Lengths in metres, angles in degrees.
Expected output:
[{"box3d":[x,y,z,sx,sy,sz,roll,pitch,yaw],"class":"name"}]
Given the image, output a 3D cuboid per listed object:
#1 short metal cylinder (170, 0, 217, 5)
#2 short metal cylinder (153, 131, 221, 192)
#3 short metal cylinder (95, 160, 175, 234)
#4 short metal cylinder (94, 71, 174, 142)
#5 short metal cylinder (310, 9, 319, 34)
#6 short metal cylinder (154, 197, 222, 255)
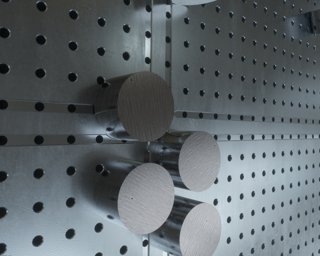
[{"box3d":[0.051,-0.203,0.415,0.081,0.080,0.050,-11,97,-40],"class":"short metal cylinder"},{"box3d":[0.038,0.044,0.424,0.081,0.050,0.079,0,90,-40],"class":"short metal cylinder"},{"box3d":[-0.029,0.079,0.368,0.081,0.050,0.079,0,90,-40],"class":"short metal cylinder"},{"box3d":[-0.030,-0.024,0.368,0.081,0.050,0.079,0,90,-40],"class":"short metal cylinder"},{"box3d":[0.383,-0.247,0.693,0.081,0.080,0.050,-27,107,-37],"class":"short metal cylinder"},{"box3d":[0.039,0.138,0.425,0.081,0.050,0.079,0,90,-40],"class":"short metal cylinder"}]
